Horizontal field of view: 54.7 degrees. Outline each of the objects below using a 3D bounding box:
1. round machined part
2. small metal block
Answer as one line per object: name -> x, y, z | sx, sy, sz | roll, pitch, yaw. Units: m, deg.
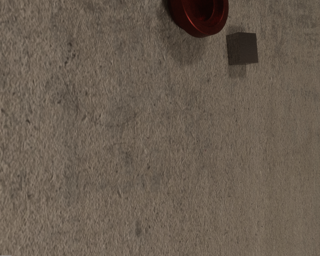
round machined part -> 0.050, -0.177, 0.437 | 0.099, 0.042, 0.097 | -1, 91, -40
small metal block -> 0.140, -0.134, 0.525 | 0.050, 0.025, 0.050 | -12, 98, -40
